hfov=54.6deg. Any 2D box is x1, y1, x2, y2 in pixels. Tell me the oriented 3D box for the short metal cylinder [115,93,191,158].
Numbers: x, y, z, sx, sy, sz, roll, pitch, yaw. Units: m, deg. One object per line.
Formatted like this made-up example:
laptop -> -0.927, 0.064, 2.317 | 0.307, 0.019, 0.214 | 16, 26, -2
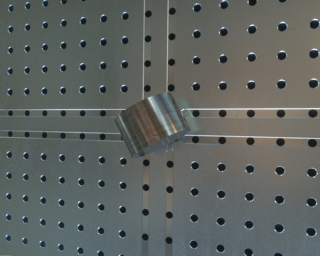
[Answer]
short metal cylinder -> -0.009, -0.002, 0.386 | 0.080, 0.080, 0.050 | -30, 80, 18
